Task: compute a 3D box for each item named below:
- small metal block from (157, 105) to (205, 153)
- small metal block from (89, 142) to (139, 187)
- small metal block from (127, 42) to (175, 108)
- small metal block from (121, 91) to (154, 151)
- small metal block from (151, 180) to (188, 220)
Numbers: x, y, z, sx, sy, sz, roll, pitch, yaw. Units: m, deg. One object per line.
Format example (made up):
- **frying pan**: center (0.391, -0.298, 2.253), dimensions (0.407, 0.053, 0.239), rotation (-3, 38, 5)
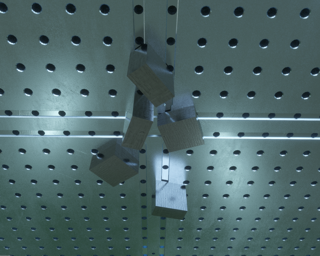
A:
- **small metal block**: center (0.028, 0.002, 0.414), dimensions (0.050, 0.025, 0.050), rotation (-14, 129, 11)
- **small metal block**: center (-0.067, 0.055, 0.458), dimensions (0.050, 0.025, 0.050), rotation (-31, 124, 23)
- **small metal block**: center (-0.009, -0.060, 0.344), dimensions (0.025, 0.050, 0.050), rotation (-29, 125, 22)
- **small metal block**: center (-0.028, -0.009, 0.387), dimensions (0.025, 0.050, 0.050), rotation (15, 129, -13)
- **small metal block**: center (0.014, 0.114, 0.493), dimensions (0.050, 0.050, 0.025), rotation (12, 129, -11)
